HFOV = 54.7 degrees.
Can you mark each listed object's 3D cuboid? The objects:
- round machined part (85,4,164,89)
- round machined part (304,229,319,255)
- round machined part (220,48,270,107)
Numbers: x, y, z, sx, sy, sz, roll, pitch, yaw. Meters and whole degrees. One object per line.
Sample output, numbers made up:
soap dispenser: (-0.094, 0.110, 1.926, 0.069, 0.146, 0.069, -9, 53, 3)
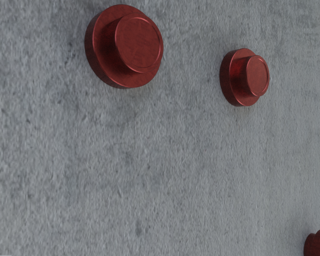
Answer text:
round machined part: (-0.035, -0.097, 0.366, 0.099, 0.042, 0.097, 0, 90, -40)
round machined part: (0.363, 0.279, 0.703, 0.099, 0.042, 0.097, 0, 90, -40)
round machined part: (0.148, -0.085, 0.520, 0.099, 0.042, 0.097, 0, 90, -40)
